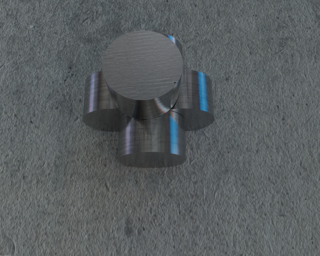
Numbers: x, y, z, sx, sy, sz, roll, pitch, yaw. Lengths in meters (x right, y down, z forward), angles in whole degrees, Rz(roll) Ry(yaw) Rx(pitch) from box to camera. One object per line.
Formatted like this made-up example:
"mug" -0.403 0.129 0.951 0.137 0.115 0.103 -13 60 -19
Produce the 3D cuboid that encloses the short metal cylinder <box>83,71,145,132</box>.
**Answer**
"short metal cylinder" -0.055 -0.031 0.391 0.081 0.080 0.050 -1 70 -1

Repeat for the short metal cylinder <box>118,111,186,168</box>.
"short metal cylinder" -0.009 0.015 0.374 0.081 0.080 0.050 0 70 -1

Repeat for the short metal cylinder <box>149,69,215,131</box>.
"short metal cylinder" 0.027 -0.032 0.392 0.081 0.080 0.050 0 70 -1

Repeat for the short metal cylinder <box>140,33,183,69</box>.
"short metal cylinder" -0.009 -0.080 0.409 0.081 0.080 0.050 -2 70 -1

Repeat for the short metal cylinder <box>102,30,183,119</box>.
"short metal cylinder" -0.017 -0.055 0.331 0.081 0.050 0.080 0 70 0
